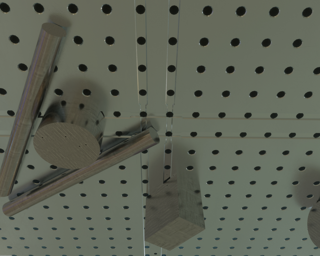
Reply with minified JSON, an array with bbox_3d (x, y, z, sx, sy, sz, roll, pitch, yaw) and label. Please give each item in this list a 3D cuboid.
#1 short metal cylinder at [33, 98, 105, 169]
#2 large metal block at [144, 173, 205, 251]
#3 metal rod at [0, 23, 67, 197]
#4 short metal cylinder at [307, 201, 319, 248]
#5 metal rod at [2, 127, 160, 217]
[{"bbox_3d":[-0.115,0.008,0.401,0.081,0.050,0.079,0,130,0],"label":"short metal cylinder"},{"bbox_3d":[0.021,0.133,0.489,0.050,0.080,0.080,32,123,-24],"label":"large metal block"},{"bbox_3d":[-0.180,-0.002,0.408,0.025,0.025,0.298,22,127,-18],"label":"metal rod"},{"bbox_3d":[0.296,0.166,0.519,0.050,0.080,0.079,13,129,-11],"label":"short metal cylinder"},{"bbox_3d":[-0.132,0.074,0.473,0.300,0.025,0.025,-27,125,21],"label":"metal rod"}]
